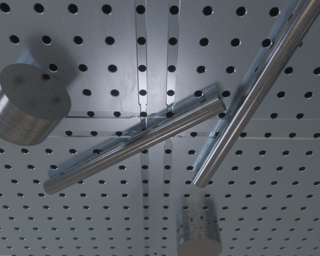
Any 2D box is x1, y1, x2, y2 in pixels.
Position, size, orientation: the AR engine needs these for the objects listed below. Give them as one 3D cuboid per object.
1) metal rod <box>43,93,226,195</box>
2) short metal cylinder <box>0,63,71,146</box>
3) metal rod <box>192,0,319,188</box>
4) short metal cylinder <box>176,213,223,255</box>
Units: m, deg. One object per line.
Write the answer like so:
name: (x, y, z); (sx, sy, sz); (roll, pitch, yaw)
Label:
metal rod: (-0.049, 0.031, 0.436); (0.300, 0.025, 0.025); (-27, 125, 21)
short metal cylinder: (-0.150, -0.026, 0.352); (0.080, 0.080, 0.050); (33, 123, -25)
metal rod: (0.108, -0.025, 0.391); (0.025, 0.025, 0.298); (14, 129, -12)
short metal cylinder: (0.070, 0.200, 0.566); (0.081, 0.050, 0.079); (0, 130, 0)
